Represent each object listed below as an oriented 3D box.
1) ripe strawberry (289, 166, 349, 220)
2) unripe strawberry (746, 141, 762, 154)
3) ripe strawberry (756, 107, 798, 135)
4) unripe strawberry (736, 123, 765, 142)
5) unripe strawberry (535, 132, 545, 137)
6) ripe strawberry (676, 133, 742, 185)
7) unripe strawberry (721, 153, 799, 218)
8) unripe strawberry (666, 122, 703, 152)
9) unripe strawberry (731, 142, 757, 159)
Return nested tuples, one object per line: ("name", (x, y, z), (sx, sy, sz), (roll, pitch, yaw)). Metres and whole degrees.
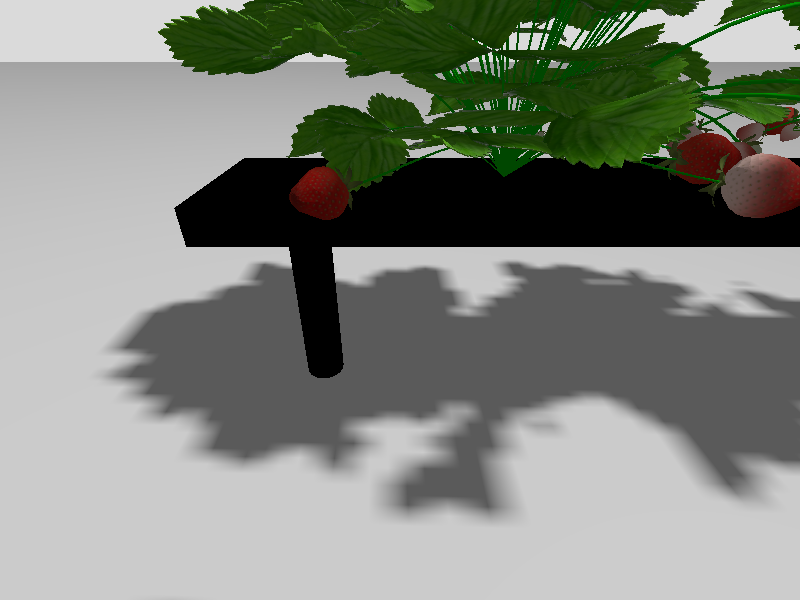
("ripe strawberry", (-0.051, -0.067, 0.251), (0.036, 0.031, 0.036), (-22, 38, -29))
("unripe strawberry", (0.318, -0.133, 0.367), (0.022, 0.022, 0.024), (26, 24, -23))
("ripe strawberry", (0.465, -0.221, 0.496), (0.037, 0.032, 0.037), (-12, 21, -18))
("unripe strawberry", (0.401, -0.192, 0.459), (0.024, 0.021, 0.024), (-28, 37, -37))
("unripe strawberry", (0.159, -0.186, 0.458), (0.011, 0.011, 0.011), (15, 35, 23))
("ripe strawberry", (0.241, -0.111, 0.315), (0.045, 0.038, 0.044), (6, 33, 8))
("unripe strawberry", (0.230, -0.071, 0.251), (0.045, 0.038, 0.045), (21, 38, 29))
("unripe strawberry", (0.295, -0.168, 0.418), (0.033, 0.032, 0.030), (-37, 11, 36))
("unripe strawberry", (0.292, -0.123, 0.346), (0.026, 0.026, 0.029), (-1, 32, -2))
